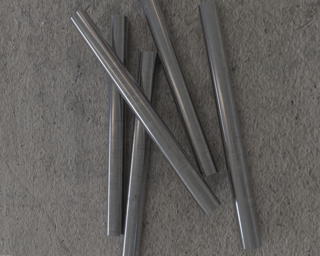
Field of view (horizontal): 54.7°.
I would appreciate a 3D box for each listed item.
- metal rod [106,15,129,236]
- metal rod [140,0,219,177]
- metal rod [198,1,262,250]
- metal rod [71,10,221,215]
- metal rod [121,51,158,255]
[{"bbox_3d":[-0.059,-0.003,0.429,0.025,0.025,0.298,1,90,20],"label":"metal rod"},{"bbox_3d":[0.015,-0.083,0.403,0.025,0.025,0.299,-20,83,19],"label":"metal rod"},{"bbox_3d":[0.085,-0.006,0.378,0.025,0.025,0.298,-11,86,19],"label":"metal rod"},{"bbox_3d":[-0.022,-0.025,0.389,0.025,0.025,0.299,-37,82,16],"label":"metal rod"},{"bbox_3d":[-0.028,0.049,0.418,0.025,0.025,0.298,6,92,20],"label":"metal rod"}]
